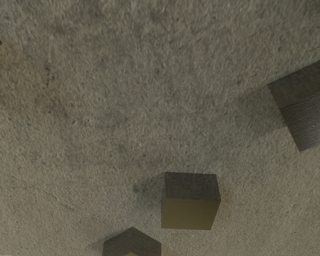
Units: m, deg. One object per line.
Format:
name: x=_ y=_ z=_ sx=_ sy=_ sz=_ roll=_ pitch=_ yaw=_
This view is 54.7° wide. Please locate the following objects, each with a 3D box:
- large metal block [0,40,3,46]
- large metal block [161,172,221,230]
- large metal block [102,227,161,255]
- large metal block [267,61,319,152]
large metal block: x=-0.220 y=-0.071 z=0.307 sx=0.080 sy=0.080 sz=0.050 roll=-21 pitch=127 yaw=16
large metal block: x=0.045 y=0.117 z=0.491 sx=0.081 sy=0.050 sz=0.079 roll=3 pitch=130 yaw=-4
large metal block: x=-0.054 y=0.245 z=0.598 sx=0.080 sy=0.050 sz=0.080 roll=-34 pitch=123 yaw=25
large metal block: x=0.187 y=-0.028 z=0.370 sx=0.080 sy=0.050 sz=0.080 roll=-25 pitch=126 yaw=19
